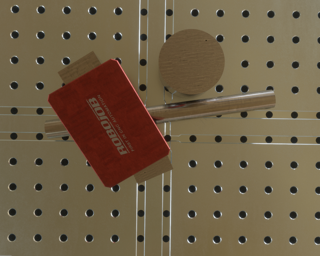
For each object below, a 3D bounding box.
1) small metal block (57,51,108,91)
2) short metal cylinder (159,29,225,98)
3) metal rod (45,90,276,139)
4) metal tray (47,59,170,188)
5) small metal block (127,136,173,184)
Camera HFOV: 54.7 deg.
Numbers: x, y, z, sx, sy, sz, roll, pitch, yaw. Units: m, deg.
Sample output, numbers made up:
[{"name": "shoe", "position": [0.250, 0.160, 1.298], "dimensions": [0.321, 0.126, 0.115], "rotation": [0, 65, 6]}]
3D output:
[{"name": "small metal block", "position": [-0.096, -0.070, 0.399], "dimensions": [0.050, 0.050, 0.025], "rotation": [-32, 90, 0]}, {"name": "short metal cylinder", "position": [0.038, -0.081, 0.401], "dimensions": [0.081, 0.050, 0.079], "rotation": [0, 90, -1]}, {"name": "metal rod", "position": [0.001, -0.019, 0.413], "dimensions": [0.302, 0.025, 0.025], "rotation": [-8, 90, -1]}, {"name": "metal tray", "position": [-0.058, -0.005, 0.371], "dimensions": [0.090, 0.030, 0.130], "rotation": [-31, 102, 0]}, {"name": "small metal block", "position": [-0.016, 0.040, 0.412], "dimensions": [0.050, 0.025, 0.050], "rotation": [-23, 90, -1]}]
